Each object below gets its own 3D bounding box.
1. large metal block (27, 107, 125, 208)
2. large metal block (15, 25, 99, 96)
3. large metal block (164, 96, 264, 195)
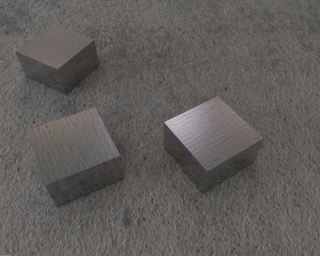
[{"bbox_3d":[-0.096,0.032,0.359,0.081,0.050,0.080,-21,53,-17],"label":"large metal block"},{"bbox_3d":[-0.154,-0.106,0.475,0.080,0.050,0.080,24,54,19],"label":"large metal block"},{"bbox_3d":[0.060,0.018,0.372,0.081,0.050,0.080,-26,55,-21],"label":"large metal block"}]
